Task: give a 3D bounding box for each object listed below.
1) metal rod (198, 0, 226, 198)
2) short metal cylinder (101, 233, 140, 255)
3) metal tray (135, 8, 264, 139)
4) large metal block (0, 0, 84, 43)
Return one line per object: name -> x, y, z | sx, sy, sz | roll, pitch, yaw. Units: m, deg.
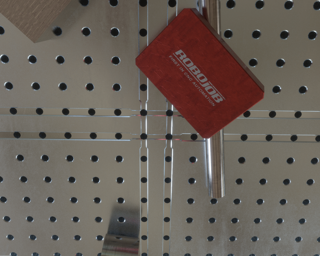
metal rod -> 0.068, -0.044, 0.397 | 0.025, 0.025, 0.298 | -5, 110, 2
short metal cylinder -> -0.062, 0.201, 0.457 | 0.050, 0.080, 0.079 | 9, 110, -4
metal tray -> 0.046, -0.062, 0.365 | 0.090, 0.030, 0.130 | -40, 95, 27
large metal block -> -0.137, -0.154, 0.342 | 0.080, 0.050, 0.080 | -43, 105, 14
